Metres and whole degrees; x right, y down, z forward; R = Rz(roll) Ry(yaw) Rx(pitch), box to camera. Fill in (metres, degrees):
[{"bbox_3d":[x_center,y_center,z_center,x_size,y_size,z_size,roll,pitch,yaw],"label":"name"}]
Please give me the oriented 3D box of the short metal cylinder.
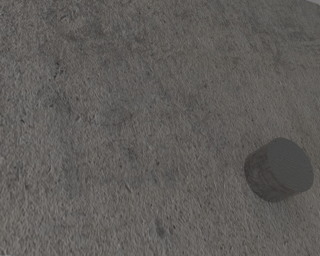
[{"bbox_3d":[0.168,0.060,0.441,0.081,0.050,0.080,14,56,-21],"label":"short metal cylinder"}]
